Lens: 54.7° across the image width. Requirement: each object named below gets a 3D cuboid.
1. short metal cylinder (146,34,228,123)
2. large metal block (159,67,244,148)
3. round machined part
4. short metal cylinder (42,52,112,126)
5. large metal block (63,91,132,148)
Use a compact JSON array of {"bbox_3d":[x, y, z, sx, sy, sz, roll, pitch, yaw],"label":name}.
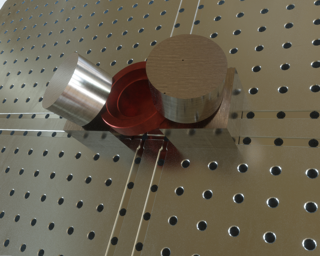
[{"bbox_3d":[0.028,-0.052,0.328,0.080,0.050,0.080,-2,63,4],"label":"short metal cylinder"},{"bbox_3d":[0.053,-0.023,0.378,0.080,0.050,0.080,-1,61,28],"label":"large metal block"},{"bbox_3d":[-0.024,-0.033,0.393,0.098,0.042,0.098,-13,56,21],"label":"round machined part"},{"bbox_3d":[-0.106,-0.049,0.397,0.080,0.050,0.080,-31,43,34],"label":"short metal cylinder"},{"bbox_3d":[-0.079,-0.020,0.446,0.080,0.050,0.080,1,62,28],"label":"large metal block"}]
